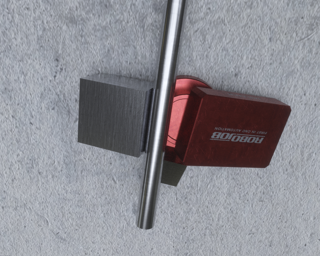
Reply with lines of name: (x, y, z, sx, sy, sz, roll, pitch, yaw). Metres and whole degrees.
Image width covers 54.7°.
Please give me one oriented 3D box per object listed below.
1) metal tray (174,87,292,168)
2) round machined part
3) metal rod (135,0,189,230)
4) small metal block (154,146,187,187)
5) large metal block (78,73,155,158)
metal tray: (0.091, 0.003, 0.387, 0.131, 0.030, 0.089, 5, 112, -24)
round machined part: (0.031, -0.015, 0.396, 0.099, 0.042, 0.097, 0, 110, 0)
metal rod: (0.000, -0.015, 0.361, 0.025, 0.025, 0.298, 7, 108, -3)
small metal block: (0.006, 0.050, 0.419, 0.050, 0.025, 0.050, 15, 135, -5)
large metal block: (-0.050, -0.018, 0.379, 0.080, 0.050, 0.079, 13, 111, 14)
